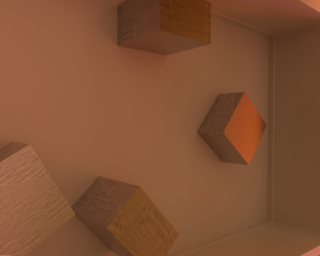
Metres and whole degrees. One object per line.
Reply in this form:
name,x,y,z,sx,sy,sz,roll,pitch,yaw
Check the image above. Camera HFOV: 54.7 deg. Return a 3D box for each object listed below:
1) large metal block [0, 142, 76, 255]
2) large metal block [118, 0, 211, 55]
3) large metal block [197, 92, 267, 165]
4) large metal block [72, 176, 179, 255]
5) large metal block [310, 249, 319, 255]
large metal block,-0.138,0.068,0.276,0.080,0.050,0.080,-39,114,-33
large metal block,0.005,-0.126,0.376,0.081,0.080,0.050,0,91,-40
large metal block,0.116,0.001,0.490,0.080,0.050,0.080,47,62,-30
large metal block,-0.040,0.103,0.339,0.050,0.080,0.080,-50,120,-29
large metal block,0.379,0.343,0.717,0.080,0.050,0.080,49,61,-29
